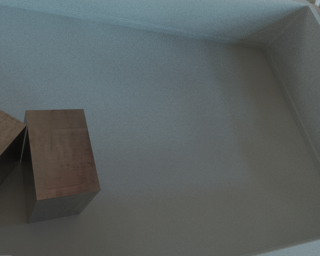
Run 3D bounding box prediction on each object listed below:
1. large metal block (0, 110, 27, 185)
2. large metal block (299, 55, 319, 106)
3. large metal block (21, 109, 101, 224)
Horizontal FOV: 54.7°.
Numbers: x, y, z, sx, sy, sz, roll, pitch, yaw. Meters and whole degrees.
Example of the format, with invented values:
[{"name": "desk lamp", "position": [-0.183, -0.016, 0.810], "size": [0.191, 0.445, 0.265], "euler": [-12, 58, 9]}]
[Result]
[{"name": "large metal block", "position": [-0.164, 0.031, 0.263], "size": [0.050, 0.080, 0.080], "euler": [32, 52, -8]}, {"name": "large metal block", "position": [0.336, -0.090, 0.627], "size": [0.080, 0.050, 0.080], "euler": [34, 51, -6]}, {"name": "large metal block", "position": [-0.099, 0.037, 0.294], "size": [0.050, 0.080, 0.080], "euler": [-3, 64, -30]}]
